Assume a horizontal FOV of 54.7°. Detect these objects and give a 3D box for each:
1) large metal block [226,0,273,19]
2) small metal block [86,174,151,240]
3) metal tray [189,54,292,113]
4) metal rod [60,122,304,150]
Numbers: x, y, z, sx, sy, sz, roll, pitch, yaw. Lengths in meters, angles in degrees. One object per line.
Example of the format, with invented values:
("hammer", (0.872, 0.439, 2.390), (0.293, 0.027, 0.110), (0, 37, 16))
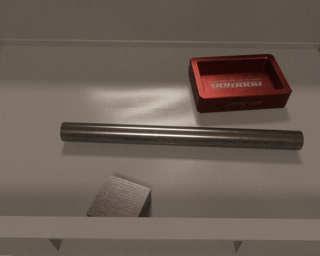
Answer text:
("large metal block", (0.176, -0.264, 0.615), (0.080, 0.050, 0.080), (5, 50, 4))
("small metal block", (-0.042, 0.084, 0.334), (0.050, 0.025, 0.050), (17, 52, 13))
("metal tray", (0.114, -0.068, 0.460), (0.131, 0.030, 0.090), (-4, 50, -4))
("metal rod", (0.027, 0.010, 0.396), (0.302, 0.025, 0.025), (2, 50, 1))
